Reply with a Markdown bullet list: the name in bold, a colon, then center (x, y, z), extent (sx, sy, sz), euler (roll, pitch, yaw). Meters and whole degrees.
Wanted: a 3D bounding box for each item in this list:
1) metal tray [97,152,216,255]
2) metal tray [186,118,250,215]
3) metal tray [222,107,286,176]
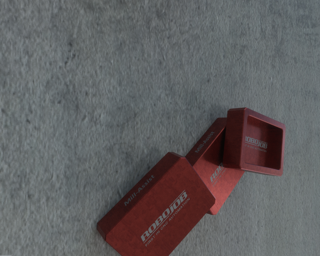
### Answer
- **metal tray**: center (0.000, 0.105, 0.383), extent (0.130, 0.030, 0.090), euler (-44, 118, -15)
- **metal tray**: center (0.088, 0.056, 0.478), extent (0.131, 0.030, 0.090), euler (-46, 118, -30)
- **metal tray**: center (0.154, 0.026, 0.493), extent (0.131, 0.030, 0.090), euler (15, 78, -41)
